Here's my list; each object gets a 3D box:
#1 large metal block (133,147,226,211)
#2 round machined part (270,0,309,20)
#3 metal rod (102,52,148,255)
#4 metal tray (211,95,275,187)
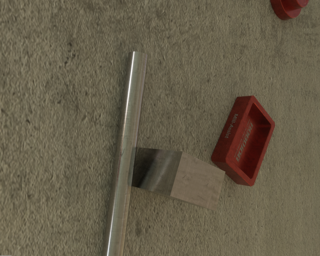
[{"bbox_3d":[0.021,0.063,0.388,0.080,0.080,0.050,27,73,-37],"label":"large metal block"},{"bbox_3d":[0.262,-0.269,0.617,0.099,0.042,0.097,0,90,-40],"label":"round machined part"},{"bbox_3d":[-0.044,0.057,0.369,0.025,0.025,0.298,11,83,-40],"label":"metal rod"},{"bbox_3d":[0.145,0.021,0.525,0.090,0.030,0.130,42,65,-32],"label":"metal tray"}]
